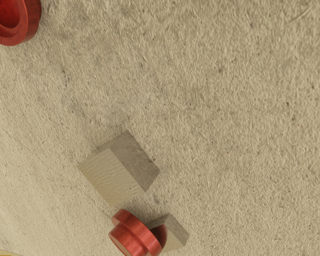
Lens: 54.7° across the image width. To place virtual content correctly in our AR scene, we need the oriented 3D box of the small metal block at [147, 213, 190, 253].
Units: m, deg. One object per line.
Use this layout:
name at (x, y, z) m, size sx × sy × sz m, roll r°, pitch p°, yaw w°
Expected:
small metal block at (0.011, 0.172, 0.506) m, size 0.050 × 0.025 × 0.050 m, roll 49°, pitch 128°, yaw -7°

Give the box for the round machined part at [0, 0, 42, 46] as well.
round machined part at (-0.194, -0.159, 0.397) m, size 0.098 × 0.042 × 0.097 m, roll 13°, pitch 124°, yaw 20°

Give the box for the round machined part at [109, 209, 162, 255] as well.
round machined part at (-0.047, 0.184, 0.510) m, size 0.098 × 0.042 × 0.097 m, roll 35°, pitch 150°, yaw 24°

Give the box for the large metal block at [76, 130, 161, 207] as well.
large metal block at (-0.061, 0.061, 0.459) m, size 0.080 × 0.050 × 0.080 m, roll -29°, pitch 103°, yaw 37°
